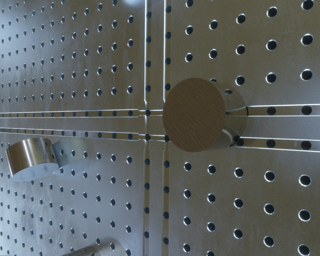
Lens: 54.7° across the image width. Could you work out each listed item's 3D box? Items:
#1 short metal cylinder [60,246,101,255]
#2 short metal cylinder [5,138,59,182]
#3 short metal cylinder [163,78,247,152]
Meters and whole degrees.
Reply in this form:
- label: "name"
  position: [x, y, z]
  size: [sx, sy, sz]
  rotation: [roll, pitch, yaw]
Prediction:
- label: "short metal cylinder"
  position: [-0.130, 0.239, 0.498]
  size: [0.080, 0.050, 0.079]
  rotation: [0, 90, 39]
- label: "short metal cylinder"
  position: [-0.231, 0.058, 0.561]
  size: [0.080, 0.081, 0.050]
  rotation: [-37, 68, 34]
- label: "short metal cylinder"
  position: [0.050, -0.014, 0.350]
  size: [0.080, 0.050, 0.079]
  rotation: [0, 90, 39]
